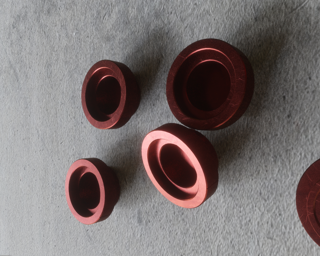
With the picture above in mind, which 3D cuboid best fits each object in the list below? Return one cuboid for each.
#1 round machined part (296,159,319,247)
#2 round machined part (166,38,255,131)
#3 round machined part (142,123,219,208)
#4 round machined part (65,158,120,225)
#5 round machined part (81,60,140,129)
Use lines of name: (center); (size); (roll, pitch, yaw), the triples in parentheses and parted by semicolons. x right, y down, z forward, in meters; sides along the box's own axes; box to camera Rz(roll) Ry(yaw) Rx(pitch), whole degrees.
round machined part: (0.164, 0.067, 0.258); (0.098, 0.042, 0.097); (0, 90, 40)
round machined part: (0.058, -0.046, 0.344); (0.098, 0.042, 0.097); (-2, 86, 39)
round machined part: (0.028, 0.039, 0.356); (0.098, 0.042, 0.097); (27, 131, 36)
round machined part: (-0.100, 0.094, 0.476); (0.098, 0.042, 0.097); (0, 90, 40)
round machined part: (-0.067, -0.047, 0.450); (0.098, 0.042, 0.097); (0, 90, 40)
